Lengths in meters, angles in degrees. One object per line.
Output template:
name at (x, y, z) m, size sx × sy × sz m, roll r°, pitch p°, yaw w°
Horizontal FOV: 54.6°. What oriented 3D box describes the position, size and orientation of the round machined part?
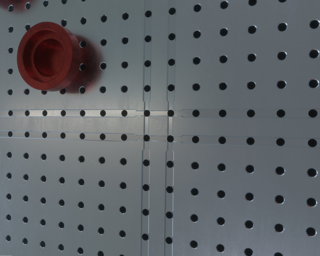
round machined part at (-0.158, -0.102, 0.460) m, size 0.098 × 0.042 × 0.097 m, roll 0°, pitch 90°, yaw 20°
